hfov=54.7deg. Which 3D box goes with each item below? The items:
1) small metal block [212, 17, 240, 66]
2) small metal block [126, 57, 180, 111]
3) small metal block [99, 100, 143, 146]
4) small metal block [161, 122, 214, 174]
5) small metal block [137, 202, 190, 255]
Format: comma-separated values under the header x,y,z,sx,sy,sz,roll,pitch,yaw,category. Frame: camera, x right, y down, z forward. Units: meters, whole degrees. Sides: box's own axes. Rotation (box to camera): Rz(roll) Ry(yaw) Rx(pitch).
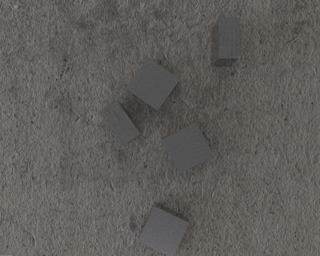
x,y,z,sx,sy,sz,roll,pitch,yaw,category
0.083,-0.109,0.398,0.025,0.050,0.050,1,90,0,small metal block
-0.009,-0.057,0.410,0.050,0.025,0.050,36,90,0,small metal block
-0.048,-0.006,0.397,0.025,0.050,0.050,-35,90,0,small metal block
0.036,0.025,0.410,0.050,0.025,0.050,-28,90,0,small metal block
0.005,0.134,0.410,0.050,0.025,0.050,26,90,0,small metal block
